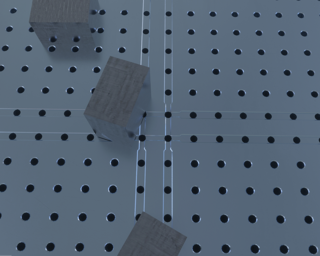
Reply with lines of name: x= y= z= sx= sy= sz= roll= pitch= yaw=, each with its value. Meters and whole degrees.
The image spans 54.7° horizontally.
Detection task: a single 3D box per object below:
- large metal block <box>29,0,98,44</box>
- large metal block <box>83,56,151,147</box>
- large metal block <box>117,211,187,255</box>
large metal block: x=-0.139 y=-0.174 z=0.460 sx=0.081 sy=0.050 sz=0.080 roll=0 pitch=70 yaw=-1
large metal block: x=-0.049 y=-0.030 z=0.393 sx=0.050 sy=0.080 sz=0.080 roll=18 pitch=71 yaw=6
large metal block: x=-0.015 y=0.141 z=0.331 sx=0.050 sy=0.080 sz=0.080 roll=28 pitch=72 yaw=9
